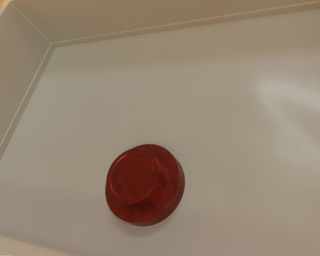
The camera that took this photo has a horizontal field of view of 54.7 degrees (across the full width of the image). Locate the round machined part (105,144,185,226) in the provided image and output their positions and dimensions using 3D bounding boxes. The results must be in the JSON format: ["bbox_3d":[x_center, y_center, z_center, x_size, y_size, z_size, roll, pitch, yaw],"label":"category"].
[{"bbox_3d":[-0.024,0.062,0.368,0.098,0.042,0.098,-13,56,20],"label":"round machined part"}]
